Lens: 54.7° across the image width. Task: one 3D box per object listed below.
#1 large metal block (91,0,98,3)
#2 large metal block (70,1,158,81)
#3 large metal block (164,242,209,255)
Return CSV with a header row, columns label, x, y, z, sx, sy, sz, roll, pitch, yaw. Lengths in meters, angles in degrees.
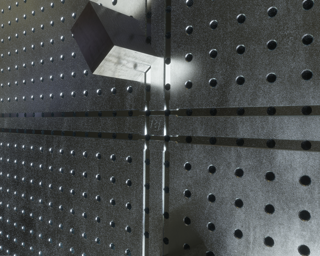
label,x,y,z,sx,sy,sz,roll,pitch,yaw
large metal block,-0.128,-0.252,0.476,0.050,0.081,0.080,-35,69,34
large metal block,-0.062,-0.115,0.422,0.050,0.081,0.080,-43,64,31
large metal block,0.010,0.181,0.363,0.080,0.081,0.050,-35,69,34
